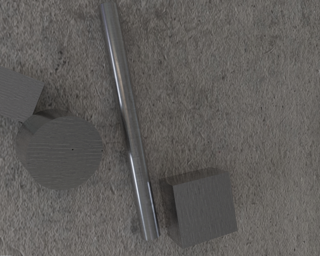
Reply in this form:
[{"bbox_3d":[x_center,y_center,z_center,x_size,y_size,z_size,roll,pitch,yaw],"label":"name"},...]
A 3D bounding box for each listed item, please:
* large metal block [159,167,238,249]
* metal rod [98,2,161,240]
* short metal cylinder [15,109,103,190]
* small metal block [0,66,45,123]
[{"bbox_3d":[0.050,0.103,0.415,0.081,0.050,0.080,-10,94,-20],"label":"large metal block"},{"bbox_3d":[-0.038,-0.005,0.395,0.025,0.025,0.298,-12,94,-20],"label":"metal rod"},{"bbox_3d":[-0.111,0.022,0.342,0.081,0.050,0.079,-10,107,-34],"label":"short metal cylinder"},{"bbox_3d":[-0.164,-0.036,0.349,0.050,0.025,0.050,21,83,-19],"label":"small metal block"}]
